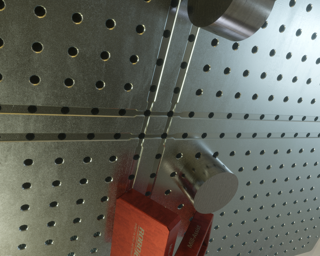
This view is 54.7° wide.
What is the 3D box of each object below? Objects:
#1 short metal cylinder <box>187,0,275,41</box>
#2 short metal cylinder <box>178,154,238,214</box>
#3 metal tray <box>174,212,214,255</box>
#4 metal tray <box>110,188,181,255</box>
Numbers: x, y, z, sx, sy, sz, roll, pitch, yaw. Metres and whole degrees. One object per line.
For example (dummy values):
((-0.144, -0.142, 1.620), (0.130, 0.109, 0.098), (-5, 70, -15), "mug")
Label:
((0.074, -0.139, 0.330), (0.050, 0.080, 0.079), (10, 113, -33), "short metal cylinder")
((0.076, 0.088, 0.491), (0.081, 0.050, 0.079), (-14, 124, -21), "short metal cylinder")
((0.053, 0.211, 0.516), (0.131, 0.030, 0.089), (-47, 146, -53), "metal tray")
((-0.025, 0.163, 0.454), (0.030, 0.090, 0.129), (-30, 137, -51), "metal tray")
